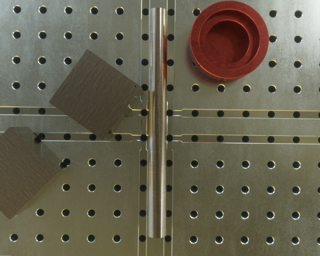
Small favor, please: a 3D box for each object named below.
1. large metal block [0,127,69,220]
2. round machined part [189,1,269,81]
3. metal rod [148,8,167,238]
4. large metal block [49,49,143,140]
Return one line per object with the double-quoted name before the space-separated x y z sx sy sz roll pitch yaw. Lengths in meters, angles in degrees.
"large metal block" -0.182 0.055 0.399 0.080 0.050 0.080 -45 90 0
"round machined part" 0.086 -0.110 0.405 0.099 0.042 0.097 0 90 0
"metal rod" -0.003 -0.007 0.413 0.025 0.025 0.298 0 90 0
"large metal block" -0.079 -0.041 0.400 0.080 0.050 0.080 35 90 0
